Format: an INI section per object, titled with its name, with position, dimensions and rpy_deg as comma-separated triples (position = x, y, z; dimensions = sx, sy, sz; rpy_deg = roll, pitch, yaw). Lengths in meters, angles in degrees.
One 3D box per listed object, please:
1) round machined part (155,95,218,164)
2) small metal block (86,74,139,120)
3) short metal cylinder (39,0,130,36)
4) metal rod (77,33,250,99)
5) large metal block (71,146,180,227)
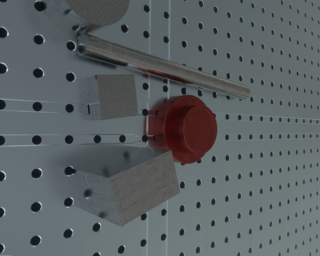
[round machined part]
position = 0.043, 0.002, 0.437
dimensions = 0.099, 0.042, 0.097
rpy_deg = 0, 90, -40
[small metal block]
position = -0.056, -0.037, 0.364
dimensions = 0.050, 0.025, 0.050
rpy_deg = -10, 97, -40
[short metal cylinder]
position = -0.079, -0.143, 0.327
dimensions = 0.081, 0.050, 0.079
rpy_deg = 0, 90, -40
[metal rod]
position = 0.030, -0.076, 0.436
dimensions = 0.302, 0.025, 0.025
rpy_deg = 8, 85, -40
[large metal block]
position = -0.038, 0.058, 0.343
dimensions = 0.081, 0.080, 0.050
rpy_deg = -20, 103, -38
